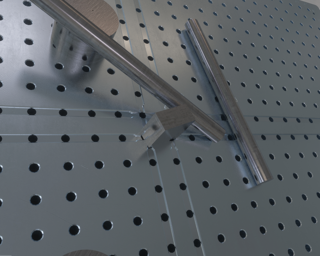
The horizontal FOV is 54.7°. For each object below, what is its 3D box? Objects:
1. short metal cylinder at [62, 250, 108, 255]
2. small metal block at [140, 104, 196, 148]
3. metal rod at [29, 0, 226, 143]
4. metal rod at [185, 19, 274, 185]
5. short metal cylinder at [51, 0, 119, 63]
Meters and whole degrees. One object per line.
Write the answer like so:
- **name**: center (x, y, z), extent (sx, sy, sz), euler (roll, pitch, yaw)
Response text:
- **short metal cylinder**: center (-0.071, 0.150, 0.263), extent (0.081, 0.050, 0.080), euler (14, 56, -21)
- **small metal block**: center (0.009, -0.003, 0.399), extent (0.050, 0.050, 0.025), euler (-18, 72, -35)
- **metal rod**: center (-0.028, -0.072, 0.395), extent (0.301, 0.025, 0.025), euler (36, 50, -21)
- **metal rod**: center (0.103, -0.054, 0.496), extent (0.025, 0.025, 0.299), euler (-6, 65, -31)
- **short metal cylinder**: center (-0.102, -0.136, 0.420), extent (0.081, 0.050, 0.080), euler (14, 56, -21)
